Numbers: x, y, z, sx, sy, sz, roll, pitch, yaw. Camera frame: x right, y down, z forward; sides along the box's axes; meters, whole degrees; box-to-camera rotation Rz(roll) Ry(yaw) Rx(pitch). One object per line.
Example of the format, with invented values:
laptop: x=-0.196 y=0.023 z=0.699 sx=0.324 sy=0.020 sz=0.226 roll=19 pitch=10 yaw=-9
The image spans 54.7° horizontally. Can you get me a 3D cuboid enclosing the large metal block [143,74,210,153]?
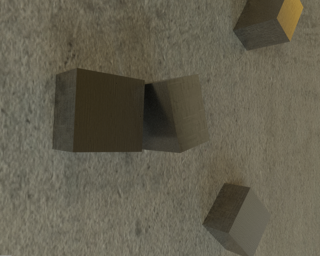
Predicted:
large metal block: x=0.007 y=-0.018 z=0.377 sx=0.050 sy=0.080 sz=0.079 roll=-19 pitch=102 yaw=-39

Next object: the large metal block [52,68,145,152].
large metal block: x=-0.065 y=-0.015 z=0.335 sx=0.081 sy=0.050 sz=0.080 roll=4 pitch=88 yaw=-40

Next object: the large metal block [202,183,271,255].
large metal block: x=0.125 y=0.147 z=0.497 sx=0.080 sy=0.050 sz=0.080 roll=50 pitch=60 yaw=-29

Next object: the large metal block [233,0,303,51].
large metal block: x=0.183 y=-0.185 z=0.525 sx=0.050 sy=0.080 sz=0.080 roll=42 pitch=65 yaw=-33
